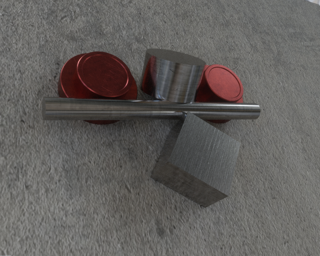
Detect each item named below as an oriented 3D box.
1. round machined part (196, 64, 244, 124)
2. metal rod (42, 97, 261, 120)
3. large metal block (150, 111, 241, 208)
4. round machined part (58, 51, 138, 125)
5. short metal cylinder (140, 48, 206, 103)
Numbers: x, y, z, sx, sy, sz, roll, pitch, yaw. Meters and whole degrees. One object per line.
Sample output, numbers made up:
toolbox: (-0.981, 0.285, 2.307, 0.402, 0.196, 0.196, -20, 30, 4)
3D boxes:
round machined part: (0.088, -0.059, 0.478, 0.099, 0.042, 0.098, 14, 56, -21)
metal rod: (0.011, -0.023, 0.398, 0.303, 0.025, 0.025, -1, 62, -29)
large metal block: (0.046, 0.040, 0.387, 0.080, 0.050, 0.080, 31, 52, -9)
round machined part: (-0.074, -0.056, 0.388, 0.099, 0.042, 0.098, 14, 56, -21)
short metal cylinder: (0.016, -0.072, 0.418, 0.081, 0.050, 0.080, 11, 23, -4)
